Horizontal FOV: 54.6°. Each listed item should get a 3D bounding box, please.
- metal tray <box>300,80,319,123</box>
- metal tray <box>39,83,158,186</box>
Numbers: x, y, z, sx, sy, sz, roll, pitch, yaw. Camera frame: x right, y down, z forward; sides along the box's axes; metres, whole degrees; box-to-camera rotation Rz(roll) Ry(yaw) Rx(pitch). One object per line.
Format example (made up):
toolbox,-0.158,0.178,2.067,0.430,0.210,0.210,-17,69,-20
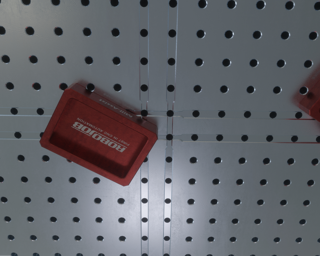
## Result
metal tray,0.258,-0.051,0.393,0.090,0.030,0.129,32,107,-11
metal tray,-0.079,0.011,0.413,0.130,0.030,0.090,28,108,-10
